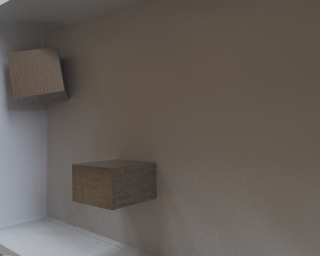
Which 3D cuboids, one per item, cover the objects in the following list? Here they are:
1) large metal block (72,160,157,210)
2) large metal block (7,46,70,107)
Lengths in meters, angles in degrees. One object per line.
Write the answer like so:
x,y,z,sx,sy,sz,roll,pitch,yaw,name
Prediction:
-0.061,0.073,0.422,0.080,0.081,0.050,-1,89,40,large metal block
-0.208,-0.087,0.534,0.050,0.081,0.080,121,138,-76,large metal block
